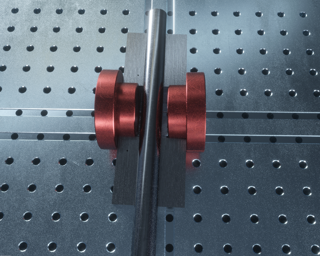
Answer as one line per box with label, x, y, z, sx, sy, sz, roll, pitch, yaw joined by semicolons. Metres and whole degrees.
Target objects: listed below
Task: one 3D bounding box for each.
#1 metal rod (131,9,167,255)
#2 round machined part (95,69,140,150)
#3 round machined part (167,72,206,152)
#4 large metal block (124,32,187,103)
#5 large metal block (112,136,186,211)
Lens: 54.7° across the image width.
metal rod;-0.010;-0.010;0.362;0.025;0.025;0.299;3;70;1
round machined part;-0.048;-0.022;0.380;0.042;0.098;0.098;2;70;1
round machined part;0.032;-0.019;0.380;0.042;0.098;0.098;0;70;5
large metal block;-0.005;-0.082;0.428;0.080;0.050;0.080;2;70;0
large metal block;-0.011;0.057;0.377;0.080;0.050;0.080;3;70;1
